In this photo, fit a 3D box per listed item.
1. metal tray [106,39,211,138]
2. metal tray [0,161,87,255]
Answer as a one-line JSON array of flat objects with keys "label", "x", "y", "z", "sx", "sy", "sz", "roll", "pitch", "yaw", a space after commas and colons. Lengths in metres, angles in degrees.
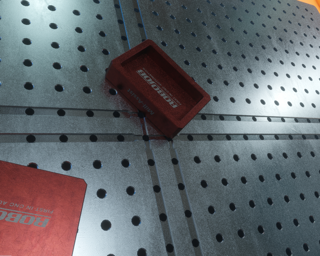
[{"label": "metal tray", "x": 0.000, "y": -0.059, "z": 0.441, "sx": 0.130, "sy": 0.030, "sz": 0.090, "roll": 44, "pitch": 51, "yaw": 2}, {"label": "metal tray", "x": -0.141, "y": 0.079, "z": 0.281, "sx": 0.131, "sy": 0.030, "sz": 0.090, "roll": 17, "pitch": 55, "yaw": -19}]
